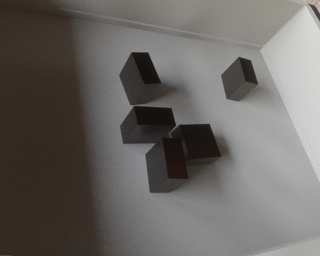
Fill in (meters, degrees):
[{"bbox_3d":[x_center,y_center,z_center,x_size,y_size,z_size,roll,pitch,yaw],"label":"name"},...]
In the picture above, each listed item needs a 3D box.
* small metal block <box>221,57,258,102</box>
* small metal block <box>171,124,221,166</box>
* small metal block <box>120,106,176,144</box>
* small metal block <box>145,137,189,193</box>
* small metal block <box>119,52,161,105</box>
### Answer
[{"bbox_3d":[0.130,-0.080,0.511,0.025,0.050,0.050,9,58,-24],"label":"small metal block"},{"bbox_3d":[0.048,0.023,0.420,0.050,0.025,0.050,-2,63,-29],"label":"small metal block"},{"bbox_3d":[-0.016,-0.003,0.384,0.050,0.050,0.025,1,62,-28],"label":"small metal block"},{"bbox_3d":[0.006,0.045,0.367,0.025,0.050,0.050,6,59,-26],"label":"small metal block"},{"bbox_3d":[-0.028,-0.066,0.416,0.025,0.050,0.050,-9,66,-32],"label":"small metal block"}]
